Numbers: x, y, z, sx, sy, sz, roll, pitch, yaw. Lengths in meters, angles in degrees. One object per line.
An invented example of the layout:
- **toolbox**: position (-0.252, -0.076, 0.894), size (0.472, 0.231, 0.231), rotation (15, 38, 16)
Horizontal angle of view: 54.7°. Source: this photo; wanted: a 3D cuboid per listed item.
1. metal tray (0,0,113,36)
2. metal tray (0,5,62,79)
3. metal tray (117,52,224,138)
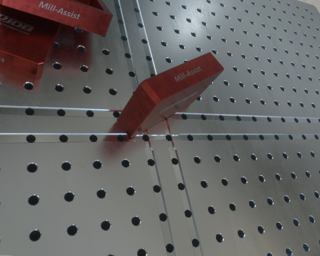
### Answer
- **metal tray**: position (-0.136, -0.168, 0.402), size (0.131, 0.030, 0.090), rotation (8, 34, -33)
- **metal tray**: position (-0.196, -0.122, 0.374), size (0.131, 0.030, 0.090), rotation (19, 54, -18)
- **metal tray**: position (0.015, -0.044, 0.402), size (0.131, 0.090, 0.030), rotation (-30, 79, -38)
